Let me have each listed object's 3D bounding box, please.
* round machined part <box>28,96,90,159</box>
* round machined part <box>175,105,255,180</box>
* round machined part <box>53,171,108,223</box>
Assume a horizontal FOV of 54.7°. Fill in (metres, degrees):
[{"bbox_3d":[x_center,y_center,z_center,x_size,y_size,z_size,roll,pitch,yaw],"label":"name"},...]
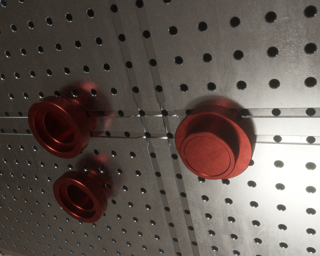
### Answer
[{"bbox_3d":[-0.148,-0.005,0.473,0.098,0.042,0.097,13,124,20],"label":"round machined part"},{"bbox_3d":[0.063,0.025,0.381,0.098,0.042,0.097,13,124,20],"label":"round machined part"},{"bbox_3d":[-0.132,0.114,0.538,0.098,0.042,0.097,13,124,20],"label":"round machined part"}]
